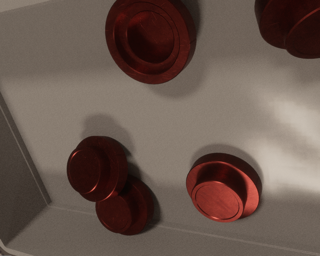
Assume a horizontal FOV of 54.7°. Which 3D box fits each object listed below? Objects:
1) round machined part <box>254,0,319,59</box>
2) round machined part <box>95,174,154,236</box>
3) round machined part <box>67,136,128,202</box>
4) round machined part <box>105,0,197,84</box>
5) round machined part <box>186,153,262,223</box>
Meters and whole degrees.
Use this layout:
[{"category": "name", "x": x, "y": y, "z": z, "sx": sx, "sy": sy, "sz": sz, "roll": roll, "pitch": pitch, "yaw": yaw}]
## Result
[{"category": "round machined part", "x": 0.127, "y": -0.090, "z": 0.239, "sx": 0.099, "sy": 0.042, "sz": 0.098, "roll": -5, "pitch": 157, "yaw": -2}, {"category": "round machined part", "x": -0.062, "y": 0.125, "z": 0.489, "sx": 0.098, "sy": 0.042, "sz": 0.097, "roll": 7, "pitch": 104, "yaw": 28}, {"category": "round machined part", "x": -0.099, "y": 0.060, "z": 0.457, "sx": 0.098, "sy": 0.042, "sz": 0.097, "roll": -2, "pitch": 87, "yaw": 33}, {"category": "round machined part", "x": -0.006, "y": -0.101, "z": 0.338, "sx": 0.098, "sy": 0.042, "sz": 0.097, "roll": 13, "pitch": 124, "yaw": 20}, {"category": "round machined part", "x": 0.080, "y": 0.085, "z": 0.407, "sx": 0.098, "sy": 0.042, "sz": 0.097, "roll": 13, "pitch": 124, "yaw": 20}]
